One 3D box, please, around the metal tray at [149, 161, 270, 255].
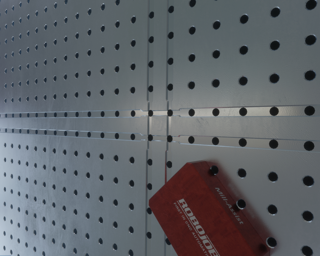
[{"bbox_3d":[0.051,0.115,0.365,0.090,0.030,0.130,-49,61,29],"label":"metal tray"}]
